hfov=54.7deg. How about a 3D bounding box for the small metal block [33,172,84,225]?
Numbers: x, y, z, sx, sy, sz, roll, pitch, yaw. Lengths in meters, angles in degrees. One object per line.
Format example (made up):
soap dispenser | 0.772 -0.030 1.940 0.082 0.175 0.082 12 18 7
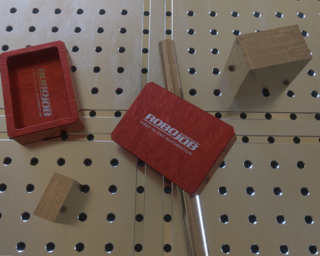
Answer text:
small metal block | -0.117 0.084 0.366 0.025 0.050 0.050 20 71 7

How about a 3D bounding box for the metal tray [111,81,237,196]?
metal tray | 0.015 0.011 0.381 0.130 0.030 0.090 32 85 24

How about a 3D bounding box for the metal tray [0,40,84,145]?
metal tray | -0.163 -0.051 0.425 0.091 0.030 0.130 -14 71 -6

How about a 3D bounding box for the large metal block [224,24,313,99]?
large metal block | 0.139 -0.086 0.416 0.081 0.080 0.050 -12 71 -5

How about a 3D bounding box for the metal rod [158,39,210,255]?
metal rod | 0.028 0.016 0.406 0.025 0.025 0.299 -7 70 -3
